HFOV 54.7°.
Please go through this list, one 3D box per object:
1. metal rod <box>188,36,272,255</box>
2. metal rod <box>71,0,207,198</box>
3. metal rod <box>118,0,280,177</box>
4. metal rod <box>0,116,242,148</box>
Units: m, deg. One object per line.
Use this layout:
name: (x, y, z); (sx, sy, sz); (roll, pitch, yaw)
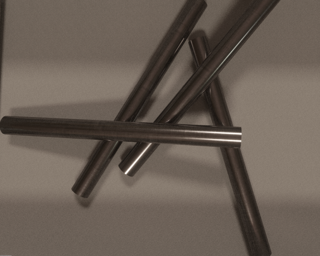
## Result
metal rod: (0.093, 0.026, 0.412); (0.025, 0.025, 0.298); (-17, 90, 0)
metal rod: (-0.027, -0.041, 0.411); (0.025, 0.025, 0.299); (32, 90, -1)
metal rod: (0.049, -0.058, 0.389); (0.025, 0.025, 0.299); (40, 99, -1)
metal rod: (-0.055, 0.004, 0.384); (0.301, 0.025, 0.025); (3, 90, 10)
